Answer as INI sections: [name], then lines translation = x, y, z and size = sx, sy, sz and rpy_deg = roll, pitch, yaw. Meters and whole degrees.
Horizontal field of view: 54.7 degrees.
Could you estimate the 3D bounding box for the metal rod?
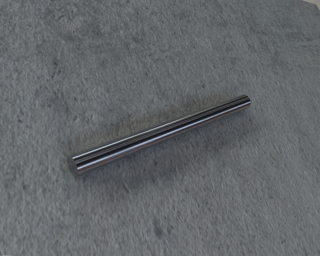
[metal rod]
translation = 0.022, -0.001, 0.417
size = 0.302, 0.025, 0.025
rpy_deg = -20, 73, -36
